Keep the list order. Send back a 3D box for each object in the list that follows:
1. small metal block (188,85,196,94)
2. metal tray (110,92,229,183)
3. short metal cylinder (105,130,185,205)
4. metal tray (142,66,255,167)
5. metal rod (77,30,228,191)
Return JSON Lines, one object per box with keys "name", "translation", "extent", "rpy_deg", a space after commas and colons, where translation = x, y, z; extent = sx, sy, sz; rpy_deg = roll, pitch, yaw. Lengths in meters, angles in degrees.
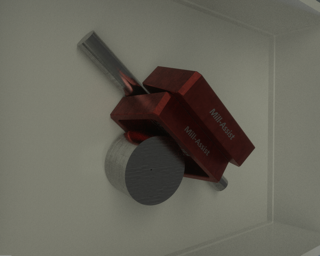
{"name": "small metal block", "translation": [0.025, -0.041, 0.427], "extent": [0.050, 0.025, 0.050], "rpy_deg": [48, 61, -30]}
{"name": "metal tray", "translation": [0.012, 0.014, 0.375], "extent": [0.130, 0.090, 0.030], "rpy_deg": [47, 62, -30]}
{"name": "short metal cylinder", "translation": [-0.018, 0.045, 0.368], "extent": [0.081, 0.050, 0.079], "rpy_deg": [-6, 100, -34]}
{"name": "metal tray", "translation": [0.046, -0.014, 0.370], "extent": [0.030, 0.090, 0.130], "rpy_deg": [-49, 121, -9]}
{"name": "metal rod", "translation": [0.007, -0.005, 0.415], "extent": [0.300, 0.025, 0.025], "rpy_deg": [46, 62, -30]}
